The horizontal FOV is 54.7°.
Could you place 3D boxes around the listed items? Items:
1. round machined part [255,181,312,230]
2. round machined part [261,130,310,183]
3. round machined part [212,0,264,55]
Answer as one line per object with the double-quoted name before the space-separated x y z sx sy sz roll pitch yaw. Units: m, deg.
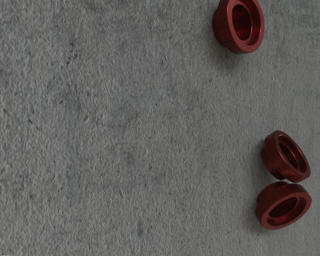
"round machined part" 0.213 0.133 0.551 0.099 0.042 0.097 -10 128 -13
"round machined part" 0.222 0.056 0.561 0.098 0.042 0.098 28 41 -26
"round machined part" 0.121 -0.166 0.495 0.099 0.042 0.097 0 90 -40
